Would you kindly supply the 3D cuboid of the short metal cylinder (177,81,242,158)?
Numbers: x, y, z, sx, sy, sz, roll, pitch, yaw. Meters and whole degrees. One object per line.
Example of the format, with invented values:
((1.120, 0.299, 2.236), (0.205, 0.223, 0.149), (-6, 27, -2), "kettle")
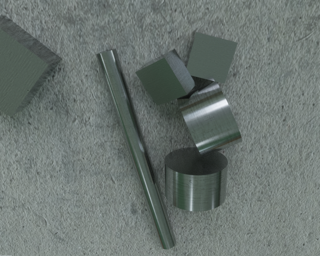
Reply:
((0.060, -0.010, 0.378), (0.050, 0.080, 0.080), (-24, 109, 8), "short metal cylinder")

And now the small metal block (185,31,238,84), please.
((0.060, -0.087, 0.379), (0.050, 0.025, 0.050), (13, 110, -5), "small metal block")

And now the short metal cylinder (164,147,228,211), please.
((0.047, 0.064, 0.405), (0.081, 0.080, 0.050), (-1, 110, 0), "short metal cylinder")

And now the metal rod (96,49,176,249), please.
((-0.026, 0.042, 0.424), (0.025, 0.025, 0.298), (-14, 110, 5), "metal rod")

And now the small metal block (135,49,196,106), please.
((0.007, -0.060, 0.375), (0.050, 0.025, 0.050), (-17, 114, 43), "small metal block")

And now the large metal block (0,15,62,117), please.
((-0.180, -0.074, 0.367), (0.080, 0.050, 0.080), (38, 105, -13), "large metal block")
